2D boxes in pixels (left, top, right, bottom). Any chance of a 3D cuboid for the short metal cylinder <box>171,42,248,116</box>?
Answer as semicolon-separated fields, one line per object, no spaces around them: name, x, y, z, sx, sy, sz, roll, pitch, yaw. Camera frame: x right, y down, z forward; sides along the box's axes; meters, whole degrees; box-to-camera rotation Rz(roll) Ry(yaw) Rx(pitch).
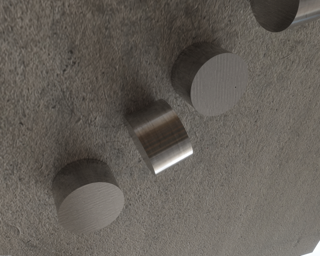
short metal cylinder;0.061;-0.062;0.386;0.081;0.050;0.079;-14;124;-21

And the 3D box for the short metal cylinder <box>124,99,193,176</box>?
short metal cylinder;-0.003;0.011;0.376;0.050;0.080;0.080;-28;128;-11

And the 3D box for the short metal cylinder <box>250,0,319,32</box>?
short metal cylinder;0.149;-0.156;0.355;0.050;0.080;0.080;-21;127;-16

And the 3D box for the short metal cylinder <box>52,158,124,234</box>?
short metal cylinder;-0.092;0.086;0.393;0.081;0.050;0.079;-14;124;-21
